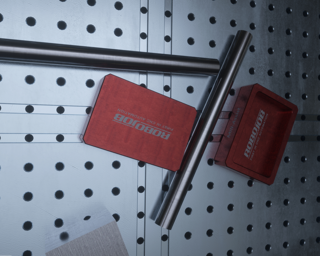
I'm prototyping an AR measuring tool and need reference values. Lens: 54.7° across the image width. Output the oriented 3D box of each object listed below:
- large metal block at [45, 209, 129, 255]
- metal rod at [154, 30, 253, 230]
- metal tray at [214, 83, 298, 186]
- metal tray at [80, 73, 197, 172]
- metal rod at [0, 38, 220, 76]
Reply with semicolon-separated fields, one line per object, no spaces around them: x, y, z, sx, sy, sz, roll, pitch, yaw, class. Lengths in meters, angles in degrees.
-0.082;0.156;0.370;0.081;0.050;0.080;-21;98;-19;large metal block
0.065;-0.003;0.437;0.025;0.025;0.299;27;81;-18;metal rod
0.146;0.010;0.465;0.090;0.030;0.130;25;82;-19;metal tray
-0.025;-0.004;0.402;0.131;0.030;0.090;20;83;-19;metal tray
-0.063;-0.087;0.389;0.303;0.025;0.025;0;90;-21;metal rod
